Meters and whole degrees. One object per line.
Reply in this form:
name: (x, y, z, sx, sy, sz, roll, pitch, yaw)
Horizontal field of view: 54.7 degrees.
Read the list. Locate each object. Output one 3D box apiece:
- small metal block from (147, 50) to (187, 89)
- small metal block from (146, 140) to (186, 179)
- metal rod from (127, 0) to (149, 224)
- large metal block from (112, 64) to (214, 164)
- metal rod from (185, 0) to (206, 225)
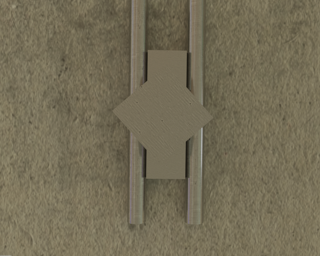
small metal block: (0.009, -0.075, 0.410, 0.050, 0.025, 0.050, 1, 90, -1)
small metal block: (0.008, 0.041, 0.410, 0.050, 0.025, 0.050, 1, 90, -1)
metal rod: (-0.029, -0.025, 0.411, 0.025, 0.025, 0.298, 1, 90, -1)
large metal block: (0.003, -0.015, 0.372, 0.080, 0.050, 0.080, -41, 91, 0)
metal rod: (0.047, -0.024, 0.412, 0.025, 0.025, 0.298, 1, 90, -1)
